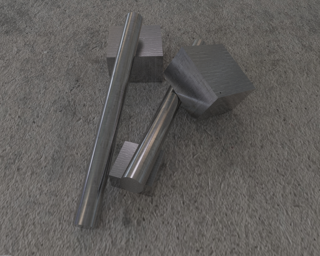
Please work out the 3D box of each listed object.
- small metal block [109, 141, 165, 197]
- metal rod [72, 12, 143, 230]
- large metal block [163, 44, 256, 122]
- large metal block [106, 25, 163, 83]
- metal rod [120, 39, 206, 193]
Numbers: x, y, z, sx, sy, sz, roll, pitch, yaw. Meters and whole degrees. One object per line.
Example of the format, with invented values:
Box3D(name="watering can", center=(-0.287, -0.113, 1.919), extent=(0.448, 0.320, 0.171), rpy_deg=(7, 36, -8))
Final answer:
Box3D(name="small metal block", center=(-0.025, 0.047, 0.363), extent=(0.050, 0.025, 0.050), rpy_deg=(13, 51, 11))
Box3D(name="metal rod", center=(-0.057, -0.030, 0.387), extent=(0.025, 0.025, 0.299), rpy_deg=(6, 62, 5))
Box3D(name="large metal block", center=(0.065, -0.063, 0.410), extent=(0.081, 0.050, 0.080), rpy_deg=(-16, 68, -40))
Box3D(name="large metal block", center=(-0.038, -0.116, 0.484), extent=(0.081, 0.050, 0.080), rpy_deg=(-2, 50, -2))
Box3D(name="metal rod", center=(0.018, -0.040, 0.416), extent=(0.025, 0.025, 0.301), rpy_deg=(14, 45, 12))
